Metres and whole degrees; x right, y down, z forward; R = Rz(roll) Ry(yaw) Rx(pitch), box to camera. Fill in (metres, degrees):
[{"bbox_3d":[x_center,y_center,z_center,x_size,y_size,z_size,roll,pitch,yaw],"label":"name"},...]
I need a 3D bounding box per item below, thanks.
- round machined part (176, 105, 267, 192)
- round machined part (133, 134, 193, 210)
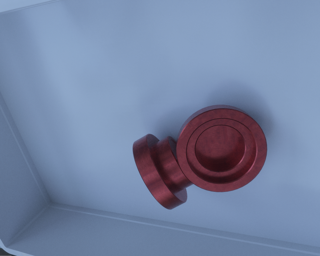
[{"bbox_3d":[0.068,0.021,0.358,0.099,0.042,0.097,1,105,2],"label":"round machined part"},{"bbox_3d":[0.010,0.049,0.392,0.042,0.098,0.098,-30,103,12],"label":"round machined part"}]
